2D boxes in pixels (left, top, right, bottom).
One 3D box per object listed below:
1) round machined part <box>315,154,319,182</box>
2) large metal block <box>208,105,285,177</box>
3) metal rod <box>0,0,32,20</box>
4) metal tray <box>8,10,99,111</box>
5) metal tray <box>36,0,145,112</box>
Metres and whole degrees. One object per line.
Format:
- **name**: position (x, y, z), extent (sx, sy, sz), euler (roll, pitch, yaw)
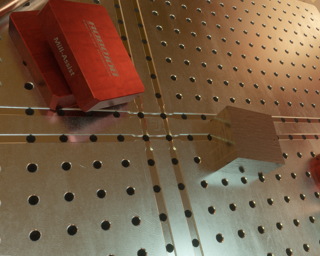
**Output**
- **round machined part**: position (0.317, 0.078, 0.524), extent (0.099, 0.042, 0.098), euler (14, 56, -21)
- **large metal block**: position (0.123, 0.021, 0.448), extent (0.081, 0.050, 0.080), euler (10, 58, -23)
- **metal rod**: position (-0.194, -0.169, 0.407), extent (0.025, 0.025, 0.301), euler (34, 51, -6)
- **metal tray**: position (-0.122, -0.093, 0.397), extent (0.091, 0.030, 0.130), euler (-22, 74, -36)
- **metal tray**: position (-0.081, -0.090, 0.382), extent (0.091, 0.030, 0.129), euler (-22, 84, -53)
